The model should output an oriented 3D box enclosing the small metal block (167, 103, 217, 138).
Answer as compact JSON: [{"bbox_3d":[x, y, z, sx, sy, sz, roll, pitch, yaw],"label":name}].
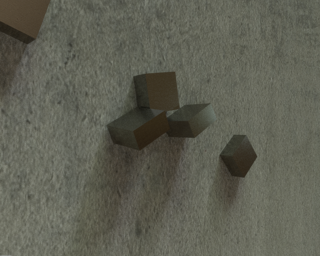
[{"bbox_3d":[0.040,-0.010,0.424,0.050,0.050,0.025,-36,113,-34],"label":"small metal block"}]

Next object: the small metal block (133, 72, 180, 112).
[{"bbox_3d":[-0.004,-0.046,0.404,0.050,0.025,0.050,-13,98,-40],"label":"small metal block"}]

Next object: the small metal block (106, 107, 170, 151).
[{"bbox_3d":[-0.026,-0.001,0.367,0.050,0.050,0.025,-35,120,-34],"label":"small metal block"}]

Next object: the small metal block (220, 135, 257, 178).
[{"bbox_3d":[0.132,0.047,0.519,0.050,0.025,0.050,-48,119,-29],"label":"small metal block"}]

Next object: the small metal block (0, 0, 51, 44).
[{"bbox_3d":[-0.137,-0.115,0.291,0.050,0.025,0.050,24,75,-38],"label":"small metal block"}]
